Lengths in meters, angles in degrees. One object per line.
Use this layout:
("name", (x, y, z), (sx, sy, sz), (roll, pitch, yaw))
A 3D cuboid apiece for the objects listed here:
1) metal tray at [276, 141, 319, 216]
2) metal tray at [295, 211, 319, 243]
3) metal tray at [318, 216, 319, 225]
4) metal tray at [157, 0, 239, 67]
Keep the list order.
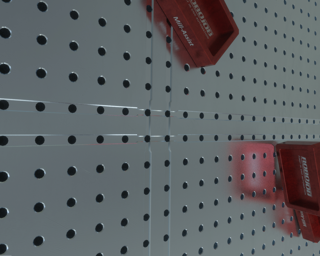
("metal tray", (0.270, 0.091, 0.581), (0.030, 0.090, 0.129), (-12, 93, -23))
("metal tray", (0.336, 0.170, 0.674), (0.091, 0.030, 0.129), (-27, 105, -28))
("metal tray", (0.377, 0.169, 0.648), (0.090, 0.030, 0.129), (-22, 103, -9))
("metal tray", (0.058, -0.166, 0.452), (0.090, 0.030, 0.130), (-52, 121, -27))
